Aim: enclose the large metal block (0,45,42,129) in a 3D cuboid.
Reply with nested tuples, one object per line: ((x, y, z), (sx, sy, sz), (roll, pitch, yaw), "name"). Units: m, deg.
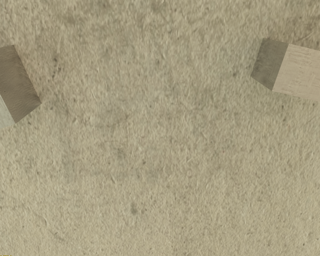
((-0.192, -0.047, 0.361), (0.050, 0.080, 0.080), (-17, 109, 6), "large metal block")

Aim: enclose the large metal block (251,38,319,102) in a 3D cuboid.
((0.162, -0.067, 0.358), (0.081, 0.080, 0.050), (12, 110, -5), "large metal block")
